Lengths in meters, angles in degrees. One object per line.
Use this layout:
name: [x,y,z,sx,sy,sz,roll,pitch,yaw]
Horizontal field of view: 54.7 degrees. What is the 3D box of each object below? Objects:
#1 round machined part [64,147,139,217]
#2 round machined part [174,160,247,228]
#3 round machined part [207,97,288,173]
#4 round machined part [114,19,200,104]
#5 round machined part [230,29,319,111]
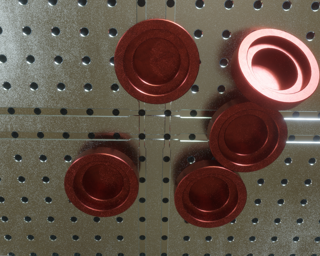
round machined part: [-0.077,0.071,0.429,0.099,0.042,0.097,0,110,-1]
round machined part: [0.068,0.088,0.438,0.099,0.042,0.097,0,110,-1]
round machined part: [0.111,0.006,0.408,0.099,0.042,0.097,0,110,-1]
round machined part: [-0.004,-0.081,0.374,0.099,0.042,0.097,0,110,-1]
round machined part: [0.130,-0.064,0.365,0.099,0.042,0.098,4,68,-9]
